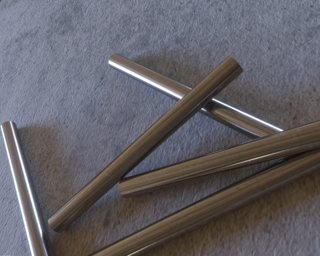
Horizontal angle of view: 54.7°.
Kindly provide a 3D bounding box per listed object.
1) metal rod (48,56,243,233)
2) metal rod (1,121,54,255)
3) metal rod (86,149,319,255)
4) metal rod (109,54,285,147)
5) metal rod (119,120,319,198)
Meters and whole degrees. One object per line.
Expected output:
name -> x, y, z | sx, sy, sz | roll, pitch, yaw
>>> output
metal rod -> -0.022, 0.024, 0.379 | 0.300, 0.025, 0.025 | -42, 51, 7
metal rod -> -0.194, 0.091, 0.447 | 0.025, 0.025, 0.300 | -39, 51, 2
metal rod -> 0.038, 0.092, 0.326 | 0.301, 0.025, 0.025 | -29, 52, 9
metal rod -> 0.028, -0.047, 0.416 | 0.300, 0.025, 0.025 | 31, 79, 37
metal rod -> 0.086, 0.028, 0.319 | 0.300, 0.025, 0.025 | -20, 54, 24
